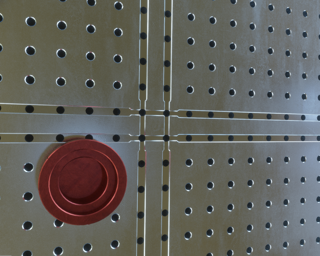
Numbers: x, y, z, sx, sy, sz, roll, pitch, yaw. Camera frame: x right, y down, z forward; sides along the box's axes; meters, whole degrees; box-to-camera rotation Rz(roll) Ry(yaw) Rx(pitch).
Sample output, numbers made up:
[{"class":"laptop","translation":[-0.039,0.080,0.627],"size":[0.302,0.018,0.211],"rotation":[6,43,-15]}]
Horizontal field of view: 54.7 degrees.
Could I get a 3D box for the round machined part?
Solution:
[{"class":"round machined part","translation":[-0.092,0.061,0.370],"size":[0.099,0.042,0.097],"rotation":[0,90,-21]}]
